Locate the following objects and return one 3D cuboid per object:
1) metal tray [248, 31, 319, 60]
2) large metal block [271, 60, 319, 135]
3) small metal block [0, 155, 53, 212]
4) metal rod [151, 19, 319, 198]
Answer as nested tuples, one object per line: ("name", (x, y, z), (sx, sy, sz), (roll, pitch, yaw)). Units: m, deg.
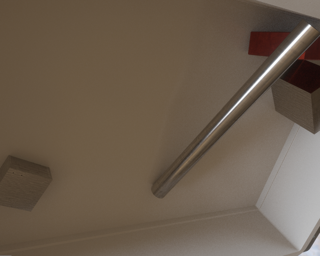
("metal tray", (0.195, -0.107, 0.406), (0.131, 0.090, 0.030), (-5, 108, -26))
("large metal block", (0.216, -0.050, 0.463), (0.050, 0.080, 0.080), (-34, 129, -7))
("small metal block", (-0.163, 0.065, 0.361), (0.050, 0.025, 0.050), (28, 103, -38))
("metal rod", (0.077, -0.004, 0.394), (0.025, 0.025, 0.298), (14, 128, -35))
